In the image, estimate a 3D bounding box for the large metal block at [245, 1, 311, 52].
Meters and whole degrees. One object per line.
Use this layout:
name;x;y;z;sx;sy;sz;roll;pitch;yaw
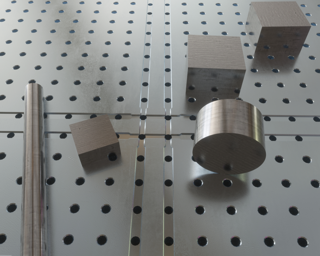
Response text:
large metal block;0.203;-0.179;0.544;0.081;0.050;0.080;-1;50;-2

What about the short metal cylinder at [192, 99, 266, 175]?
short metal cylinder;0.081;0.012;0.363;0.080;0.080;0.050;7;51;5

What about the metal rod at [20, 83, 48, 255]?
metal rod;-0.146;0.055;0.359;0.025;0.025;0.300;-11;51;-10

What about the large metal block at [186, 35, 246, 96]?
large metal block;0.081;-0.097;0.474;0.080;0.050;0.080;3;50;2

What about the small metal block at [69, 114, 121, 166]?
small metal block;-0.083;0.014;0.395;0.050;0.025;0.050;-18;52;-15
